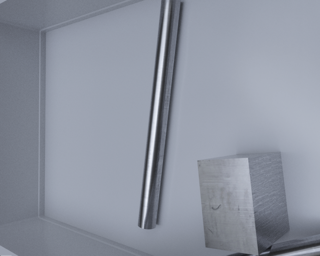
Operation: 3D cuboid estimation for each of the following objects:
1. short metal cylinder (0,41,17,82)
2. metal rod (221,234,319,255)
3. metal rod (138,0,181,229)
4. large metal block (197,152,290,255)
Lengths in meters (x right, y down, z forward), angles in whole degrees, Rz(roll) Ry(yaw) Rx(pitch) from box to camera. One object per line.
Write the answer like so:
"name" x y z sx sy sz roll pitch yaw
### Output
"short metal cylinder" -0.359 -0.145 0.665 0.050 0.081 0.080 49 119 28
"metal rod" 0.045 0.135 0.286 0.301 0.025 0.025 -18 78 11
"metal rod" -0.002 -0.016 0.406 0.025 0.025 0.298 10 96 39
"large metal block" 0.083 0.067 0.301 0.050 0.081 0.080 -8 85 39
